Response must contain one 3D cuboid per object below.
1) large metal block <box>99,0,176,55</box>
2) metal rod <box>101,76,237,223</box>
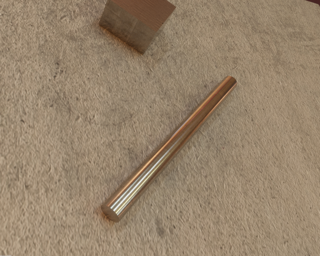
[{"bbox_3d":[-0.033,-0.172,0.475,0.080,0.050,0.080,34,51,-6],"label":"large metal block"},{"bbox_3d":[0.032,0.007,0.416,0.025,0.025,0.302,44,51,2],"label":"metal rod"}]
